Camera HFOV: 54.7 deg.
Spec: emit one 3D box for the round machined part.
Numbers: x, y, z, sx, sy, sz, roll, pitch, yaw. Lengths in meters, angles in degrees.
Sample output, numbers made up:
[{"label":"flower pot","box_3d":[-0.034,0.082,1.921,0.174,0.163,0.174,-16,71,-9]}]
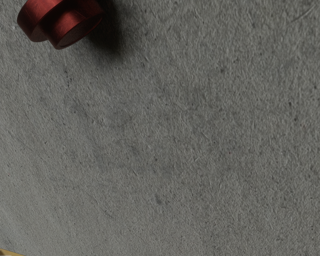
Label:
[{"label":"round machined part","box_3d":[-0.098,-0.122,0.336,0.098,0.098,0.042,-29,103,37]}]
